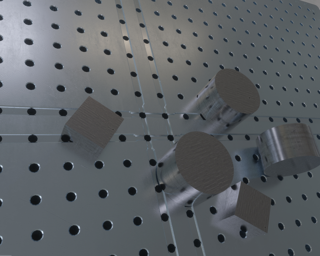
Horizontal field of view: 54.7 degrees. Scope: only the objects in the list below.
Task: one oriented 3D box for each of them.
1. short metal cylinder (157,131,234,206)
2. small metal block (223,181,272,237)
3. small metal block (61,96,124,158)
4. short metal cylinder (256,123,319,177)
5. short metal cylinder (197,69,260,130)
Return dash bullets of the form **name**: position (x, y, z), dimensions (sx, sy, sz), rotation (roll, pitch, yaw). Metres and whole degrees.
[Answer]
- **short metal cylinder**: position (0.043, 0.051, 0.385), dimensions (0.081, 0.050, 0.080), rotation (14, 56, -21)
- **small metal block**: position (0.115, 0.106, 0.406), dimensions (0.050, 0.025, 0.050), rotation (31, 52, -9)
- **small metal block**: position (-0.079, -0.002, 0.367), dimensions (0.050, 0.025, 0.050), rotation (34, 51, -6)
- **short metal cylinder**: position (0.187, 0.034, 0.453), dimensions (0.081, 0.080, 0.050), rotation (8, 58, -24)
- **short metal cylinder**: position (0.105, -0.044, 0.476), dimensions (0.081, 0.050, 0.080), rotation (14, 56, -21)
